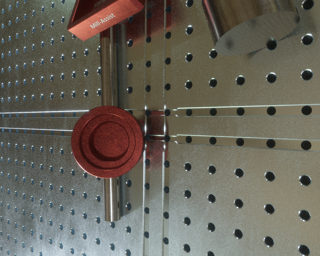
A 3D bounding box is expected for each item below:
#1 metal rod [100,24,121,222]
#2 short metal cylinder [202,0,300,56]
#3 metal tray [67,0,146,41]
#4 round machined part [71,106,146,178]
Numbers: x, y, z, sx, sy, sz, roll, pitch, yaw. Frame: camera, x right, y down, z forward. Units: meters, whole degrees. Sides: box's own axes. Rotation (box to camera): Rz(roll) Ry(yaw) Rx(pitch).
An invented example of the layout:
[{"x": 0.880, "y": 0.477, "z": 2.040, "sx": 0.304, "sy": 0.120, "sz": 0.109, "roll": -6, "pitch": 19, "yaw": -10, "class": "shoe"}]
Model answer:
[{"x": -0.076, "y": -0.012, "z": 0.469, "sx": 0.025, "sy": 0.025, "sz": 0.298, "roll": -3, "pitch": 88, "yaw": 39, "class": "metal rod"}, {"x": 0.086, "y": -0.112, "z": 0.301, "sx": 0.080, "sy": 0.081, "sz": 0.050, "roll": -22, "pitch": 76, "yaw": 37, "class": "short metal cylinder"}, {"x": -0.073, "y": -0.188, "z": 0.442, "sx": 0.130, "sy": 0.030, "sz": 0.090, "roll": -11, "pitch": 60, "yaw": 39, "class": "metal tray"}, {"x": -0.069, "y": 0.019, "z": 0.433, "sx": 0.099, "sy": 0.042, "sz": 0.097, "roll": 0, "pitch": 89, "yaw": 4, "class": "round machined part"}]
